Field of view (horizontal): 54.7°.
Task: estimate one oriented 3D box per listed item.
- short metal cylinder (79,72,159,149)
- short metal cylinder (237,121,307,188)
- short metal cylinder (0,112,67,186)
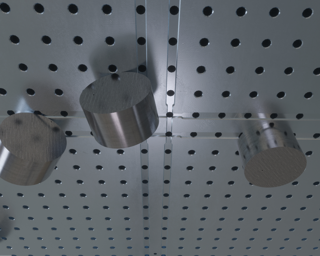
[{"bbox_3d":[-0.045,-0.022,0.356,0.080,0.080,0.050,-7,130,6],"label":"short metal cylinder"},{"bbox_3d":[0.152,0.037,0.428,0.081,0.050,0.079,0,130,0],"label":"short metal cylinder"},{"bbox_3d":[-0.168,0.026,0.396,0.080,0.080,0.050,25,126,-20],"label":"short metal cylinder"}]
